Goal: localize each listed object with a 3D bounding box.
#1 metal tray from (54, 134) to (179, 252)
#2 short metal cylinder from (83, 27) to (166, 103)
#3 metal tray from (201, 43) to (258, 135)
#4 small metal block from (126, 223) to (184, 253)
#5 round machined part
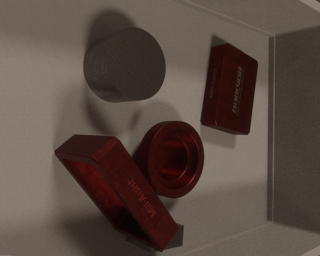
[{"bbox_3d":[-0.046,0.067,0.327,0.030,0.090,0.130,-46,118,-31],"label":"metal tray"},{"bbox_3d":[-0.040,-0.070,0.358,0.081,0.050,0.079,0,90,-40],"label":"short metal cylinder"},{"bbox_3d":[0.115,-0.060,0.503,0.091,0.030,0.129,15,80,-39],"label":"metal tray"},{"bbox_3d":[-0.007,0.131,0.387,0.050,0.050,0.025,6,86,-40],"label":"small metal block"},{"bbox_3d":[0.010,0.040,0.406,0.099,0.042,0.097,0,90,-40],"label":"round machined part"}]
